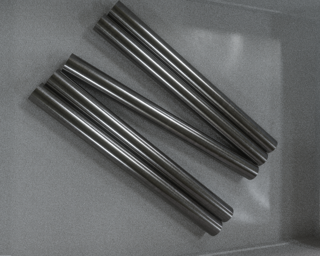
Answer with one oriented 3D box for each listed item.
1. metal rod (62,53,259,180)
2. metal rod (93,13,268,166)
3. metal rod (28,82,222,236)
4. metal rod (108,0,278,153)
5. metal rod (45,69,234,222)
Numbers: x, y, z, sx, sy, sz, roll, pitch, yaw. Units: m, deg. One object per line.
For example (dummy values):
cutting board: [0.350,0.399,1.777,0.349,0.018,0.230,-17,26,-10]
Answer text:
metal rod: [0.013,-0.006,0.414,0.301,0.025,0.025,30,80,-18]
metal rod: [0.039,-0.042,0.423,0.301,0.025,0.025,38,78,-16]
metal rod: [-0.032,0.049,0.397,0.301,0.025,0.025,40,78,-16]
metal rod: [0.055,-0.061,0.429,0.301,0.025,0.025,38,78,-16]
metal rod: [-0.015,0.032,0.404,0.301,0.025,0.025,40,78,-16]
